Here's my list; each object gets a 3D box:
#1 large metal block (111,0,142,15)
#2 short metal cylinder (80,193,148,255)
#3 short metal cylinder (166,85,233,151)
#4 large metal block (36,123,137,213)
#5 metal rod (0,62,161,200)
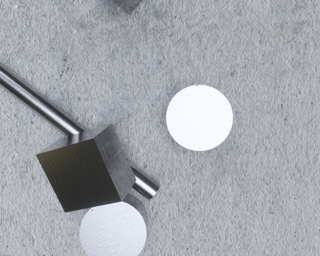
[{"bbox_3d":[-0.056,-0.198,0.382,0.080,0.080,0.050,39,90,0],"label":"large metal block"},{"bbox_3d":[-0.056,0.127,0.397,0.081,0.050,0.080,0,90,0],"label":"short metal cylinder"},{"bbox_3d":[0.048,-0.012,0.398,0.081,0.050,0.080,0,90,0],"label":"short metal cylinder"},{"bbox_3d":[-0.087,0.048,0.376,0.080,0.050,0.080,-16,105,20],"label":"large metal block"},{"bbox_3d":[-0.126,-0.006,0.408,0.300,0.025,0.025,38,90,0],"label":"metal rod"}]
